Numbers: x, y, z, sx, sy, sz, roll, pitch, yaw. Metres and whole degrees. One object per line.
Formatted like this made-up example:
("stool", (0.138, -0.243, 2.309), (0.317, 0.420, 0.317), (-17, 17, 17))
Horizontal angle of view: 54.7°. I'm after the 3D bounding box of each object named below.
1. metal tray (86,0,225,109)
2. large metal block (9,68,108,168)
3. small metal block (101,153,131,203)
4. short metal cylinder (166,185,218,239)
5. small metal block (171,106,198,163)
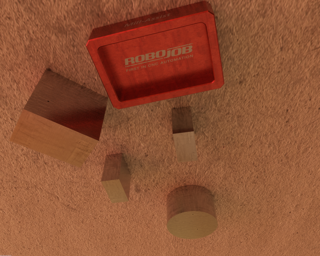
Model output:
("metal tray", (-0.002, -0.075, 0.339), (0.131, 0.030, 0.090), (-11, 130, 9))
("large metal block", (-0.113, -0.012, 0.359), (0.080, 0.080, 0.050), (26, 125, -20))
("small metal block", (-0.062, 0.073, 0.452), (0.025, 0.050, 0.050), (-9, 130, 7))
("short metal cylinder", (0.051, 0.139, 0.510), (0.081, 0.050, 0.079), (0, 130, 0))
("small metal block", (0.031, 0.008, 0.398), (0.025, 0.050, 0.050), (-8, 130, 6))
